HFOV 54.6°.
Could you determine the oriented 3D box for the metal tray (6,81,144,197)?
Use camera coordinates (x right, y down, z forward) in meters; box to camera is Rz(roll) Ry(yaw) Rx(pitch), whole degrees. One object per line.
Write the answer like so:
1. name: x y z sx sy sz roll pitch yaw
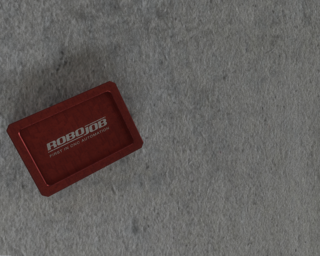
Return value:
1. metal tray: -0.097 0.010 0.370 0.131 0.030 0.090 -27 99 -18
